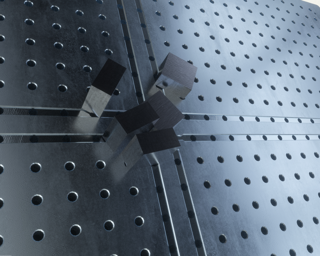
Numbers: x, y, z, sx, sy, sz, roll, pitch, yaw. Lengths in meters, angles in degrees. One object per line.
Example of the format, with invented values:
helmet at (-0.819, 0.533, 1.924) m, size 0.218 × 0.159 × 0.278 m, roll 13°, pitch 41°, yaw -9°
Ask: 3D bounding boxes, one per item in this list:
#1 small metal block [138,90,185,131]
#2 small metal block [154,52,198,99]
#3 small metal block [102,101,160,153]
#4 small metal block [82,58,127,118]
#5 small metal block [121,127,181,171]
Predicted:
small metal block at (-0.003, -0.015, 0.415) m, size 0.050 × 0.025 × 0.050 m, roll 47°, pitch 51°, yaw 4°
small metal block at (0.025, -0.079, 0.469) m, size 0.050 × 0.025 × 0.050 m, roll 26°, pitch 53°, yaw -12°
small metal block at (-0.035, -0.001, 0.373) m, size 0.050 × 0.050 × 0.025 m, roll -28°, pitch 77°, yaw -37°
small metal block at (-0.069, -0.049, 0.384) m, size 0.025 × 0.050 × 0.050 m, roll 29°, pitch 52°, yaw -10°
small metal block at (-0.012, 0.026, 0.370) m, size 0.050 × 0.050 × 0.025 m, roll -10°, pitch 67°, yaw -32°
